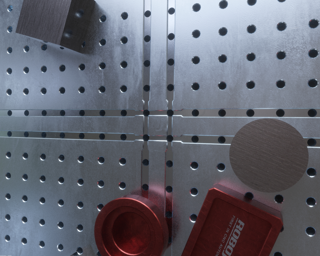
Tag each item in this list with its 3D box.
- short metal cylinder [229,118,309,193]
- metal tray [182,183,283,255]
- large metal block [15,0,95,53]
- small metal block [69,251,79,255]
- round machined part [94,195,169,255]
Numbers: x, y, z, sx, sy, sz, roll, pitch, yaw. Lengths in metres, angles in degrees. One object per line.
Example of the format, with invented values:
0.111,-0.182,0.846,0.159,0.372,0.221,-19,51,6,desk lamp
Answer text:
0.124,0.029,0.355,0.080,0.050,0.080,0,90,20,short metal cylinder
0.082,0.146,0.380,0.090,0.030,0.129,23,98,18,metal tray
-0.152,-0.163,0.453,0.080,0.050,0.080,19,96,19,large metal block
-0.138,0.222,0.461,0.050,0.025,0.050,-34,79,16,small metal block
-0.035,0.138,0.416,0.098,0.042,0.097,0,90,20,round machined part
